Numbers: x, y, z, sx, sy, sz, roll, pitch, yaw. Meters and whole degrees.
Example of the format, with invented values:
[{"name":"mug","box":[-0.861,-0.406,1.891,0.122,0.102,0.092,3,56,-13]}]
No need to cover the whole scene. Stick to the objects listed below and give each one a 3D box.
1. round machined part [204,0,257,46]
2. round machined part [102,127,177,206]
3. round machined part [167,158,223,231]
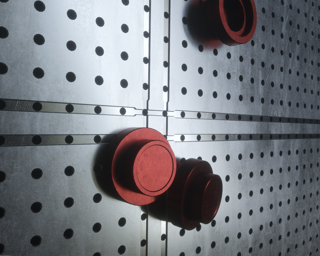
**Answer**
[{"name":"round machined part","box":[0.108,-0.179,0.491,0.099,0.042,0.097,0,90,-40]},{"name":"round machined part","box":[-0.018,0.048,0.385,0.099,0.042,0.097,0,90,-40]},{"name":"round machined part","box":[0.054,0.093,0.428,0.099,0.042,0.097,-21,115,-53]}]
